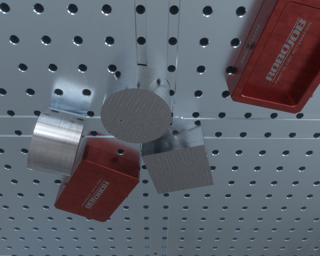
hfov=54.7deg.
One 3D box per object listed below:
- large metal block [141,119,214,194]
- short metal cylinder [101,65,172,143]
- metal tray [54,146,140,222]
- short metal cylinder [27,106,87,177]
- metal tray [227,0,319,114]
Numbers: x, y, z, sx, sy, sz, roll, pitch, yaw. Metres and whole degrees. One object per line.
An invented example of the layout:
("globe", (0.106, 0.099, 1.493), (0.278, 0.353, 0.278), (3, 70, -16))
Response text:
("large metal block", (0.026, 0.041, 0.431), (0.080, 0.050, 0.080), (-12, 129, 9))
("short metal cylinder", (-0.027, -0.028, 0.371), (0.081, 0.050, 0.079), (0, 130, 0))
("metal tray", (-0.100, 0.093, 0.486), (0.090, 0.030, 0.129), (24, 126, -19))
("short metal cylinder", (-0.127, 0.017, 0.389), (0.050, 0.080, 0.079), (15, 129, -12))
("metal tray", (0.141, -0.081, 0.340), (0.091, 0.030, 0.129), (10, 130, -9))
